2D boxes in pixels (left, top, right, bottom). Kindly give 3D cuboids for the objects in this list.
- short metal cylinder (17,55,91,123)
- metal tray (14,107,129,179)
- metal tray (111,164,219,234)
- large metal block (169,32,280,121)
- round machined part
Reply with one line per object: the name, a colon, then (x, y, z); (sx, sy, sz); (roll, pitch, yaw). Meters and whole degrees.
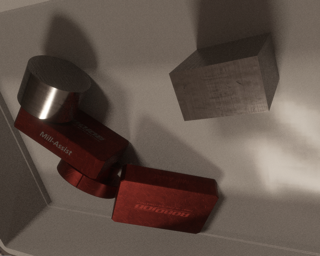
short metal cylinder: (-0.138, -0.052, 0.407); (0.080, 0.080, 0.050); (35, 119, 5)
metal tray: (-0.117, 0.009, 0.428); (0.130, 0.090, 0.030); (33, 110, 6)
metal tray: (0.005, 0.101, 0.432); (0.131, 0.030, 0.089); (11, 127, -8)
large metal block: (0.067, -0.051, 0.306); (0.080, 0.080, 0.050); (-6, 115, 30)
round machined part: (-0.097, 0.060, 0.460); (0.098, 0.098, 0.042); (30, 93, 8)
